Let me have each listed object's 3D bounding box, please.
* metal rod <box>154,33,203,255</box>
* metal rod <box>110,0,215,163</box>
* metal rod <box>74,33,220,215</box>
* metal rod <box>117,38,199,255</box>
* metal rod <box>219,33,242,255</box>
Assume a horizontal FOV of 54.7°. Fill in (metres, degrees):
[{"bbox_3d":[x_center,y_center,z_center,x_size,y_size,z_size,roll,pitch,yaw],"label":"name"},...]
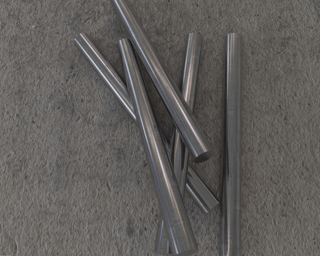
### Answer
[{"bbox_3d":[0.028,-0.001,0.386,0.025,0.025,0.300,8,62,3],"label":"metal rod"},{"bbox_3d":[-0.009,-0.086,0.409,0.025,0.025,0.299,-22,60,-8],"label":"metal rod"},{"bbox_3d":[-0.026,-0.017,0.413,0.025,0.025,0.300,-35,74,-12],"label":"metal rod"},{"bbox_3d":[-0.013,-0.002,0.370,0.025,0.025,0.299,-14,56,-5],"label":"metal rod"},{"bbox_3d":[0.094,0.007,0.405,0.025,0.025,0.299,5,70,2],"label":"metal rod"}]
